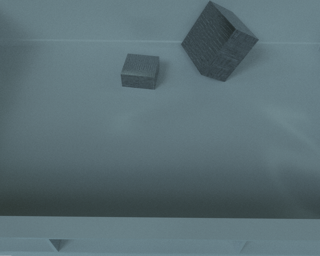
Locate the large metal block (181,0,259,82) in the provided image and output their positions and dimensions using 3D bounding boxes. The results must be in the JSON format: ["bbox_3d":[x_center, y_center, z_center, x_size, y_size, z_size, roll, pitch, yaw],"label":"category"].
[{"bbox_3d":[0.087,-0.131,0.471,0.050,0.080,0.080,9,42,-36],"label":"large metal block"}]

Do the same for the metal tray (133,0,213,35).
[{"bbox_3d":[0.026,-0.231,0.598,0.130,0.030,0.090,25,54,19],"label":"metal tray"}]

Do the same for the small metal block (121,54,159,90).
[{"bbox_3d":[-0.029,-0.088,0.478,0.050,0.025,0.050,6,50,5],"label":"small metal block"}]
